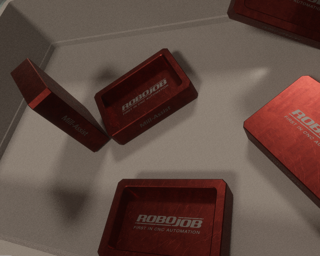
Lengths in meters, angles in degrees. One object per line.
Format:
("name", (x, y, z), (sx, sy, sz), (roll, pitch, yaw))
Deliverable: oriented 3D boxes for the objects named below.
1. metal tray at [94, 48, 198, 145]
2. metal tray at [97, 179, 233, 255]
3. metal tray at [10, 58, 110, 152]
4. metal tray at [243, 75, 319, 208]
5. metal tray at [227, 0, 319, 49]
("metal tray", (-0.023, -0.046, 0.441), (0.130, 0.030, 0.090), (-33, 52, 6))
("metal tray", (0.007, 0.101, 0.329), (0.130, 0.030, 0.090), (-4, 53, 25))
("metal tray", (-0.132, -0.028, 0.423), (0.030, 0.130, 0.090), (-44, 51, -2))
("metal tray", (0.160, 0.015, 0.309), (0.090, 0.030, 0.130), (-39, 51, 1))
("metal tray", (0.153, -0.150, 0.346), (0.131, 0.030, 0.089), (17, 98, -5))
